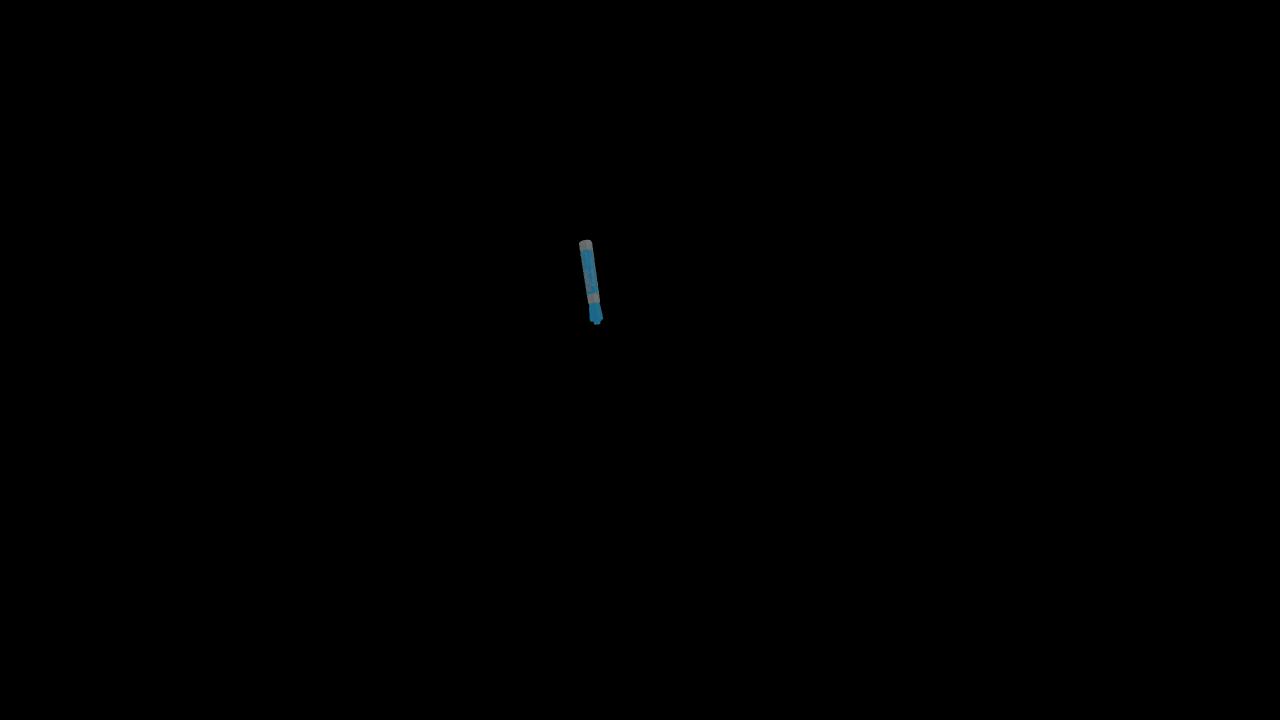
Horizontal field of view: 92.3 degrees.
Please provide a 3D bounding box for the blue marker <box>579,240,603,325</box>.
[{"bbox_3d":[-0.068,-0.108,0.858,0.020,0.121,0.020,-9,-11,-2],"label":"blue marker"}]
